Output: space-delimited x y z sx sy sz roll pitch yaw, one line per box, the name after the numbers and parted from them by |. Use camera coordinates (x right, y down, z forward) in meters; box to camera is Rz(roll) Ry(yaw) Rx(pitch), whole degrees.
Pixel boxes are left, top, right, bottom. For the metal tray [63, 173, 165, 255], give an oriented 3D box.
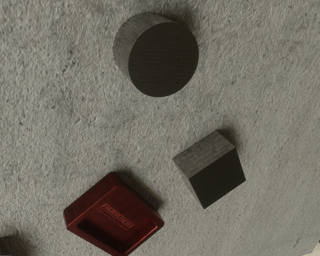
-0.062 0.132 0.451 0.090 0.030 0.130 -40 130 -1 | metal tray

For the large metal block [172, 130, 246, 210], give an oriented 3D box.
0.076 0.064 0.472 0.080 0.050 0.080 -33 129 -7 | large metal block

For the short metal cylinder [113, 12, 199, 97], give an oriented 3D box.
-0.005 -0.080 0.338 0.081 0.050 0.079 -14 124 -21 | short metal cylinder

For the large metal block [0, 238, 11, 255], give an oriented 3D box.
-0.228 0.197 0.389 0.081 0.050 0.079 -19 126 -17 | large metal block
